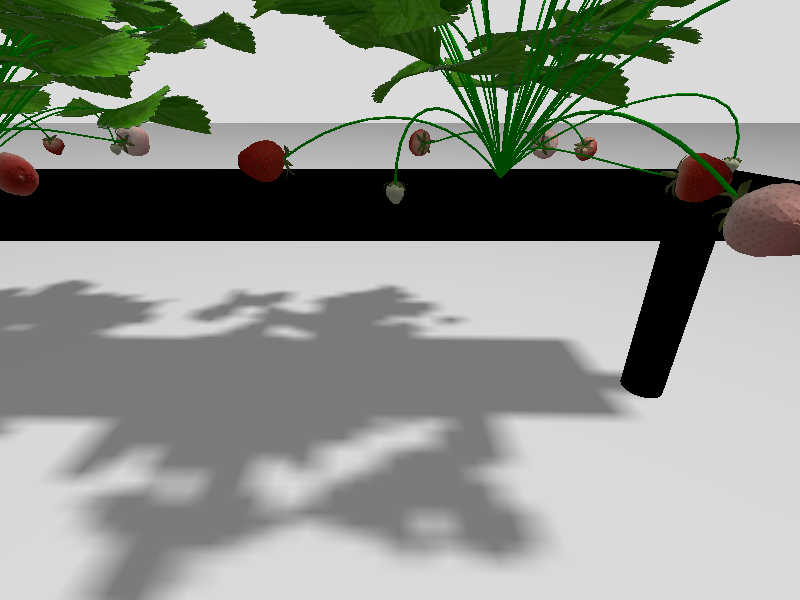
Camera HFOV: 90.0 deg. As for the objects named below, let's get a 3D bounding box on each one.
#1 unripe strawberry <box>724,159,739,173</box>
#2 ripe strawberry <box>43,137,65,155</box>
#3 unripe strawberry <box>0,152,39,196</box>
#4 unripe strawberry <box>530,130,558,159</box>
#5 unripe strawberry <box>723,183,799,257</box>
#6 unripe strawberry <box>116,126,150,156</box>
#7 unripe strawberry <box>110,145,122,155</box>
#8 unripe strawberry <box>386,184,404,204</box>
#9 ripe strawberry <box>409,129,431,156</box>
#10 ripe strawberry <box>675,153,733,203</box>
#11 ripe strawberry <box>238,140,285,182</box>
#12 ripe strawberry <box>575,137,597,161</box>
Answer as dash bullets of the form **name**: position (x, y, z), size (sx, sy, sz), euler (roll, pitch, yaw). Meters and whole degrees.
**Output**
- **unripe strawberry**: position (0.244, -0.099, 0.297), size (0.011, 0.012, 0.011), euler (6, 26, 12)
- **ripe strawberry**: position (-0.445, -0.198, 0.517), size (0.021, 0.022, 0.023), euler (-10, -24, -19)
- **unripe strawberry**: position (-0.248, -0.080, 0.258), size (0.026, 0.027, 0.024), euler (17, 30, 31)
- **unripe strawberry**: position (0.175, -0.189, 0.485), size (0.032, 0.033, 0.034), euler (13, 28, 25)
- **unripe strawberry**: position (0.140, -0.028, 0.149), size (0.027, 0.028, 0.029), euler (-7, 38, -14)
- **unripe strawberry**: position (-0.340, -0.205, 0.515), size (0.036, 0.038, 0.038), euler (3, 25, 6)
- **unripe strawberry**: position (-0.332, -0.176, 0.468), size (0.011, 0.011, 0.011), euler (5, 26, 11)
- **unripe strawberry**: position (-0.003, -0.058, 0.221), size (0.010, 0.011, 0.011), euler (17, 30, 31)
- **ripe strawberry**: position (0.023, -0.193, 0.492), size (0.027, 0.031, 0.030), euler (-8, 26, -17)
- **ripe strawberry**: position (0.181, -0.072, 0.239), size (0.025, 0.029, 0.027), euler (-22, 33, -38)
- **ripe strawberry**: position (-0.106, -0.107, 0.308), size (0.035, 0.030, 0.035), euler (-4, 26, -7)
- **ripe strawberry**: position (0.207, -0.166, 0.442), size (0.022, 0.025, 0.023), euler (23, 6, 40)
